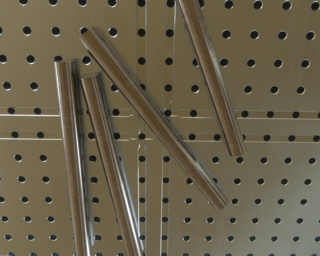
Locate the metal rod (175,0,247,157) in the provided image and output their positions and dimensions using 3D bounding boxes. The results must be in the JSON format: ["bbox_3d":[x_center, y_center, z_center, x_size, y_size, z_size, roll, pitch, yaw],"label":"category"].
[{"bbox_3d":[0.053,-0.097,0.378,0.025,0.025,0.299,-20,109,7],"label":"metal rod"}]

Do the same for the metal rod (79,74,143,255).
[{"bbox_3d":[-0.063,0.072,0.439,0.025,0.025,0.298,-10,110,3],"label":"metal rod"}]

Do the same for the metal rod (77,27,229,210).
[{"bbox_3d":[0.001,-0.001,0.412,0.025,0.025,0.300,-35,107,12],"label":"metal rod"}]

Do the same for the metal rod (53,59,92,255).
[{"bbox_3d":[-0.119,0.057,0.432,0.025,0.025,0.298,0,110,-1],"label":"metal rod"}]
